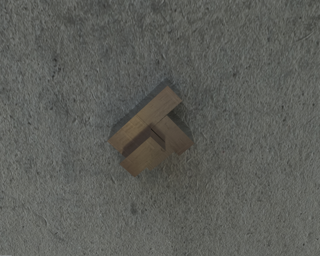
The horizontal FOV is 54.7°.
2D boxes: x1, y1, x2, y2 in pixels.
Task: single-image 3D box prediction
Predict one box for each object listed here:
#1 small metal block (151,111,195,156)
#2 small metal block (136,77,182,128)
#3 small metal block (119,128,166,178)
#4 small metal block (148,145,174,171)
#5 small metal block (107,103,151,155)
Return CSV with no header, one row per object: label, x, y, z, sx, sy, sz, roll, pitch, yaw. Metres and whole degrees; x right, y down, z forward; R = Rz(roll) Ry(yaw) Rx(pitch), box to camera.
small metal block,0.016,0.001,0.398,0.025,0.050,0.050,-41,105,13
small metal block,-0.001,-0.033,0.385,0.050,0.050,0.025,-42,105,13
small metal block,-0.020,0.025,0.380,0.050,0.050,0.025,-42,105,13
small metal block,-0.011,0.021,0.419,0.050,0.025,0.050,-41,106,13
small metal block,-0.038,0.000,0.397,0.050,0.050,0.025,-42,105,13
